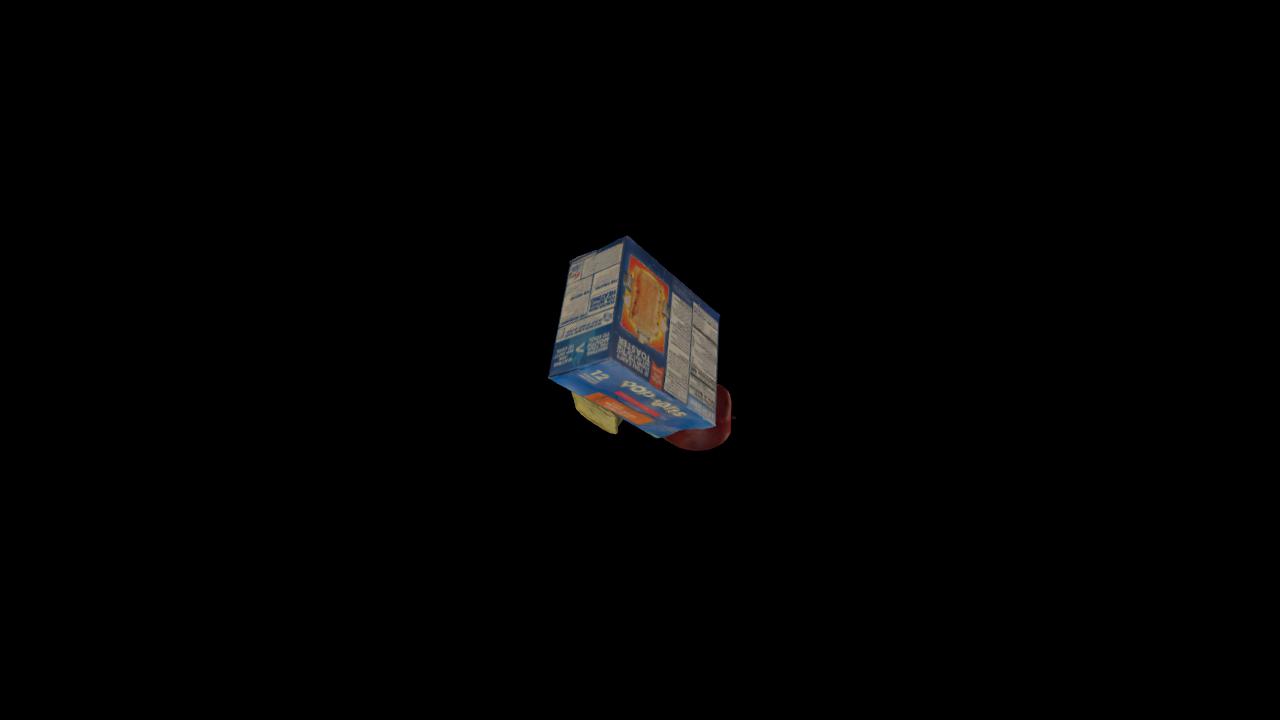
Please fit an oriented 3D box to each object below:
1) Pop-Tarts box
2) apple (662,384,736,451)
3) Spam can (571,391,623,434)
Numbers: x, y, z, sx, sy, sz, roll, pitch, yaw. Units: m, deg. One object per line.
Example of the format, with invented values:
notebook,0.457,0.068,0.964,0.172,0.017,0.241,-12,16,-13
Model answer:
Pop-Tarts box,0.002,-0.017,0.634,0.083,0.141,0.167,-18,-37,36
apple,0.060,0.060,0.679,0.093,0.079,0.079,2,0,2
Spam can,-0.027,0.025,0.681,0.058,0.085,0.101,32,-18,9
